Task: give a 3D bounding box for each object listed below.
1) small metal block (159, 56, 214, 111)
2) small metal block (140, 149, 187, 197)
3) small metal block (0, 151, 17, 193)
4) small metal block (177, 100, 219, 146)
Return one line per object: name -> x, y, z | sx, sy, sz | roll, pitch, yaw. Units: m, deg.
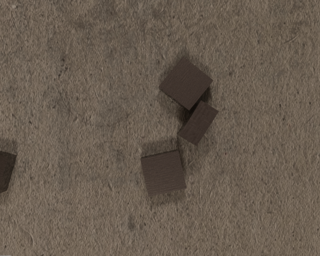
small metal block -> 0.034, -0.057, 0.410 | 0.050, 0.025, 0.050 | 39, 90, -1
small metal block -> 0.004, 0.059, 0.410 | 0.050, 0.025, 0.050 | -12, 90, -1
small metal block -> -0.225, 0.054, 0.407 | 0.050, 0.025, 0.050 | 15, 90, -1
small metal block -> 0.047, -0.006, 0.398 | 0.025, 0.050, 0.050 | 32, 90, 0
